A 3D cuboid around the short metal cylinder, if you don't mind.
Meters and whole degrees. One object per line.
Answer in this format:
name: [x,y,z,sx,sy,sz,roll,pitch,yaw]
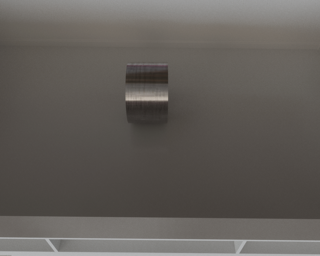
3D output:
short metal cylinder: [-0.016,-0.046,0.405,0.050,0.080,0.080,0,50,0]
